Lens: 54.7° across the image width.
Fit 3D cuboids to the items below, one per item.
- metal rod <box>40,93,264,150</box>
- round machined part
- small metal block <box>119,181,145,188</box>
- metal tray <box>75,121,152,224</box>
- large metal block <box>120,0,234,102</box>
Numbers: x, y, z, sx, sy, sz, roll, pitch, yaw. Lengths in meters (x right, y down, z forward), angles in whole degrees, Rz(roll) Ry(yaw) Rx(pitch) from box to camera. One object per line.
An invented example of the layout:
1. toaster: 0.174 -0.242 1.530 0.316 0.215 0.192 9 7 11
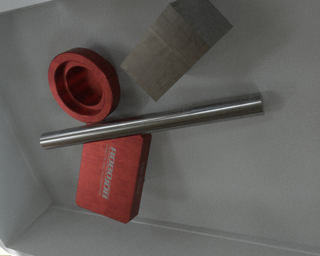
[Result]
1. metal rod: -0.027 -0.004 0.391 0.301 0.025 0.025 -9 114 22
2. round machined part: -0.094 -0.059 0.409 0.098 0.042 0.097 13 124 20
3. small metal block: -0.058 0.083 0.472 0.050 0.050 0.025 5 121 25
4. metal tray: -0.068 0.060 0.445 0.090 0.030 0.129 14 101 20
5. large metal block: 0.018 -0.083 0.311 0.050 0.080 0.080 45 129 -4
